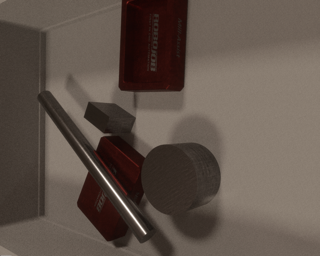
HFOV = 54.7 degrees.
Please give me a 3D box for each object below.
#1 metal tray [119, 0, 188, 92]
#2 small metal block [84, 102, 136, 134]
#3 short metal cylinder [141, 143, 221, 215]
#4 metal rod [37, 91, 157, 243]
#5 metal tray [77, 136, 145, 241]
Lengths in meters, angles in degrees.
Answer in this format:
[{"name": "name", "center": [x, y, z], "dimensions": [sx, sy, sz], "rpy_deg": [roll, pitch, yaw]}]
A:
[{"name": "metal tray", "center": [-0.011, -0.114, 0.410], "dimensions": [0.090, 0.030, 0.129], "rpy_deg": [4, 93, 39]}, {"name": "small metal block", "center": [-0.072, -0.015, 0.448], "dimensions": [0.050, 0.050, 0.025], "rpy_deg": [34, 111, 34]}, {"name": "short metal cylinder", "center": [0.024, 0.058, 0.369], "dimensions": [0.080, 0.050, 0.079], "rpy_deg": [0, 90, 39]}, {"name": "metal rod", "center": [-0.105, 0.039, 0.451], "dimensions": [0.300, 0.025, 0.025], "rpy_deg": [45, 117, 30]}, {"name": "metal tray", "center": [-0.070, 0.088, 0.459], "dimensions": [0.090, 0.030, 0.129], "rpy_deg": [36, 112, 34]}]
